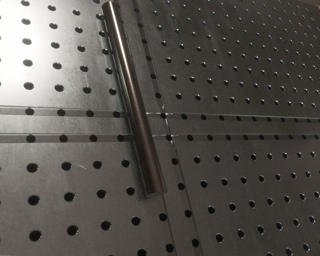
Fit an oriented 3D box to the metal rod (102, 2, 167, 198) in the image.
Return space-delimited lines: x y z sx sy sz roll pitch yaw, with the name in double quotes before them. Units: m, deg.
"metal rod" -0.041 -0.055 0.420 0.025 0.025 0.299 -2 63 -29
